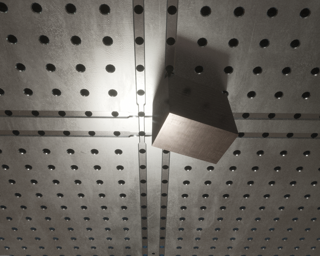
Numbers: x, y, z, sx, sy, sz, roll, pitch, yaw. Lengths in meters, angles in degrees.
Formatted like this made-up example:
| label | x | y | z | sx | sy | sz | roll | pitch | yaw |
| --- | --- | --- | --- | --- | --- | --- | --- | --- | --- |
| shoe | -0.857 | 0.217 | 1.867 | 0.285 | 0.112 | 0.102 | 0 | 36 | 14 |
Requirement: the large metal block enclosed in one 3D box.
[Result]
| label | x | y | z | sx | sy | sz | roll | pitch | yaw |
| --- | --- | --- | --- | --- | --- | --- | --- | --- | --- |
| large metal block | 0.037 | -0.012 | 0.366 | 0.081 | 0.080 | 0.050 | 17 | 128 | -14 |
